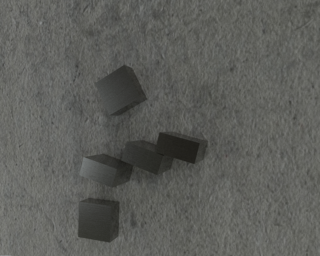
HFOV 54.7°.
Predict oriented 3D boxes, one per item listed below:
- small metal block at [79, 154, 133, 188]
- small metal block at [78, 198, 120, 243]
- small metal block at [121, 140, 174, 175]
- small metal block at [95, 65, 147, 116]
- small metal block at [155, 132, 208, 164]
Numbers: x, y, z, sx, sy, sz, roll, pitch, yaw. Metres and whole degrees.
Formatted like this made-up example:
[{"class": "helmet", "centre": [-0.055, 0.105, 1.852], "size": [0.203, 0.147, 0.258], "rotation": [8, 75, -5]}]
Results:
[{"class": "small metal block", "centre": [-0.071, 0.056, 0.420], "size": [0.050, 0.050, 0.025], "rotation": [17, 96, 19]}, {"class": "small metal block", "centre": [-0.086, 0.129, 0.438], "size": [0.050, 0.025, 0.050], "rotation": [2, 91, 19]}, {"class": "small metal block", "centre": [-0.014, 0.036, 0.400], "size": [0.050, 0.050, 0.025], "rotation": [19, 97, 18]}, {"class": "small metal block", "centre": [-0.053, -0.051, 0.427], "size": [0.050, 0.025, 0.050], "rotation": [-28, 81, 17]}, {"class": "small metal block", "centre": [0.028, 0.023, 0.385], "size": [0.050, 0.050, 0.025], "rotation": [15, 95, 19]}]
